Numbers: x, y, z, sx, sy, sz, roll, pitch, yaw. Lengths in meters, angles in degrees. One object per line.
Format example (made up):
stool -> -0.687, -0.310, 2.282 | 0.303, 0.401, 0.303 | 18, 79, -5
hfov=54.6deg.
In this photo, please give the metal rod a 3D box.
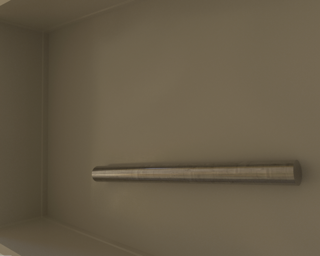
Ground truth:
metal rod -> 0.018, 0.058, 0.393 | 0.300, 0.025, 0.025 | -7, 85, 39
